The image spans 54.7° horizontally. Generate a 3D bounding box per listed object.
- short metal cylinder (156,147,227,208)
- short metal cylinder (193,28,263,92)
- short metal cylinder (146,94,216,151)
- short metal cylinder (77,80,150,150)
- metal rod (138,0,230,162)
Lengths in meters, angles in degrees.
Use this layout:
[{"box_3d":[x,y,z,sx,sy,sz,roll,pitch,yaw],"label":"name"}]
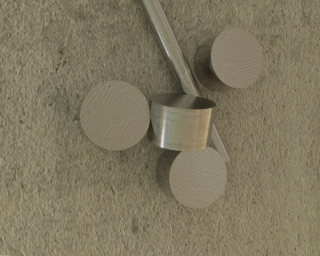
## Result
[{"box_3d":[0.040,0.061,0.411,0.081,0.050,0.079,0,90,-20],"label":"short metal cylinder"},{"box_3d":[0.094,-0.092,0.430,0.081,0.050,0.079,0,90,-20],"label":"short metal cylinder"},{"box_3d":[0.025,-0.010,0.383,0.081,0.080,0.050,-1,109,-20],"label":"short metal cylinder"},{"box_3d":[-0.058,-0.014,0.374,0.081,0.050,0.079,0,90,-20],"label":"short metal cylinder"},{"box_3d":[0.024,-0.086,0.417,0.025,0.025,0.299,-29,100,-18],"label":"metal rod"}]
